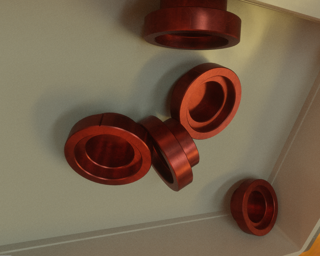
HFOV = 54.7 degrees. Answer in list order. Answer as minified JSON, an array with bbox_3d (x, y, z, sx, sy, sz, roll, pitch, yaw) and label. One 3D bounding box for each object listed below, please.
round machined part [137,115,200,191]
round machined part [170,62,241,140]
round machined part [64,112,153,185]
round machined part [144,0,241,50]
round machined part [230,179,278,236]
[{"bbox_3d":[0.012,0.026,0.387,0.042,0.098,0.098,-30,129,-16],"label":"round machined part"},{"bbox_3d":[0.054,-0.037,0.402,0.099,0.042,0.097,-16,123,-26],"label":"round machined part"},{"bbox_3d":[-0.057,0.020,0.363,0.099,0.042,0.097,2,131,2],"label":"round machined part"},{"bbox_3d":[0.033,-0.110,0.319,0.099,0.098,0.042,0,95,-29],"label":"round machined part"},{"bbox_3d":[0.165,0.141,0.559,0.099,0.042,0.097,5,81,-35],"label":"round machined part"}]
